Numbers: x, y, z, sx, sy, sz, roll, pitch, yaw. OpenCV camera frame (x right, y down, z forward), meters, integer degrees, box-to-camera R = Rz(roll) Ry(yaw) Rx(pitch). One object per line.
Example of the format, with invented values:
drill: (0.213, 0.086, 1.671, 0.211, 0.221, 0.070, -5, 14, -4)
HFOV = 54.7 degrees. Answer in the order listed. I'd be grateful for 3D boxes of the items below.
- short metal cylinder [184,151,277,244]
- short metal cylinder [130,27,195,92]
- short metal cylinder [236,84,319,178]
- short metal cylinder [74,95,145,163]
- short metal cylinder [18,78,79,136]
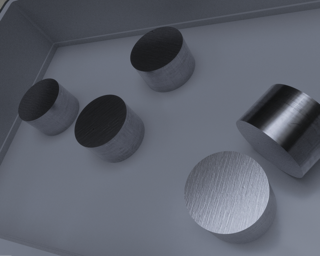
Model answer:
short metal cylinder: (0.071, 0.070, 0.310, 0.080, 0.050, 0.080, -13, 56, 21)
short metal cylinder: (0.005, -0.099, 0.448, 0.080, 0.050, 0.080, -13, 56, 21)
short metal cylinder: (0.123, 0.003, 0.304, 0.050, 0.080, 0.080, -46, 51, -3)
short metal cylinder: (-0.068, 0.001, 0.425, 0.080, 0.050, 0.080, -13, 56, 21)
short metal cylinder: (-0.180, -0.034, 0.505, 0.080, 0.050, 0.080, -13, 56, 21)
